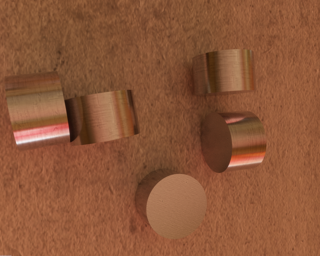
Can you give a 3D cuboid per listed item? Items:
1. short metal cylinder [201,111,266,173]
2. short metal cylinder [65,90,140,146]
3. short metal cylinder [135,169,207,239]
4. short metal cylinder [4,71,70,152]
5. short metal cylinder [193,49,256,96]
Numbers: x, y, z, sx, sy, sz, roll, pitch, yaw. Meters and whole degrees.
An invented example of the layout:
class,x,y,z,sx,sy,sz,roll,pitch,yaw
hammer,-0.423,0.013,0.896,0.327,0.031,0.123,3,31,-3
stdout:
class,x,y,z,sx,sy,sz,roll,pitch,yaw
short metal cylinder,0.096,0.018,0.417,0.050,0.080,0.079,-4,92,-20
short metal cylinder,-0.066,-0.012,0.356,0.081,0.080,0.050,-11,94,-20
short metal cylinder,0.013,0.096,0.402,0.081,0.050,0.079,0,90,-21
short metal cylinder,-0.130,-0.019,0.332,0.050,0.080,0.079,-11,94,-20
short metal cylinder,0.085,-0.071,0.412,0.081,0.080,0.050,-5,92,-20
